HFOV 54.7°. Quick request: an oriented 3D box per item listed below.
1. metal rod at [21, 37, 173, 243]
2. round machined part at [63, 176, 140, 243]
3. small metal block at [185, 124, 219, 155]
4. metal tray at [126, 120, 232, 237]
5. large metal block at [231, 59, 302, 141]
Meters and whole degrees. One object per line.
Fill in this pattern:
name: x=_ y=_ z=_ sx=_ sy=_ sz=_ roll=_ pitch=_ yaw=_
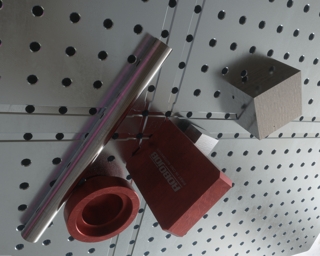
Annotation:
metal rod: x=-0.083 y=0.022 z=0.380 sx=0.025 sy=0.025 sz=0.299 roll=29 pitch=102 yaw=-38
round machined part: x=-0.081 y=0.104 z=0.421 sx=0.099 sy=0.042 sz=0.097 roll=-15 pitch=126 yaw=-22
small metal block: x=0.051 y=0.026 z=0.450 sx=0.050 sy=0.025 sz=0.050 roll=21 pitch=108 yaw=-51
metal tray: x=0.017 y=0.057 z=0.389 sx=0.090 sy=0.130 sz=0.030 roll=-47 pitch=129 yaw=4
large metal block: x=0.160 y=-0.042 z=0.459 sx=0.080 sy=0.050 sz=0.080 roll=-30 pitch=129 yaw=-10
